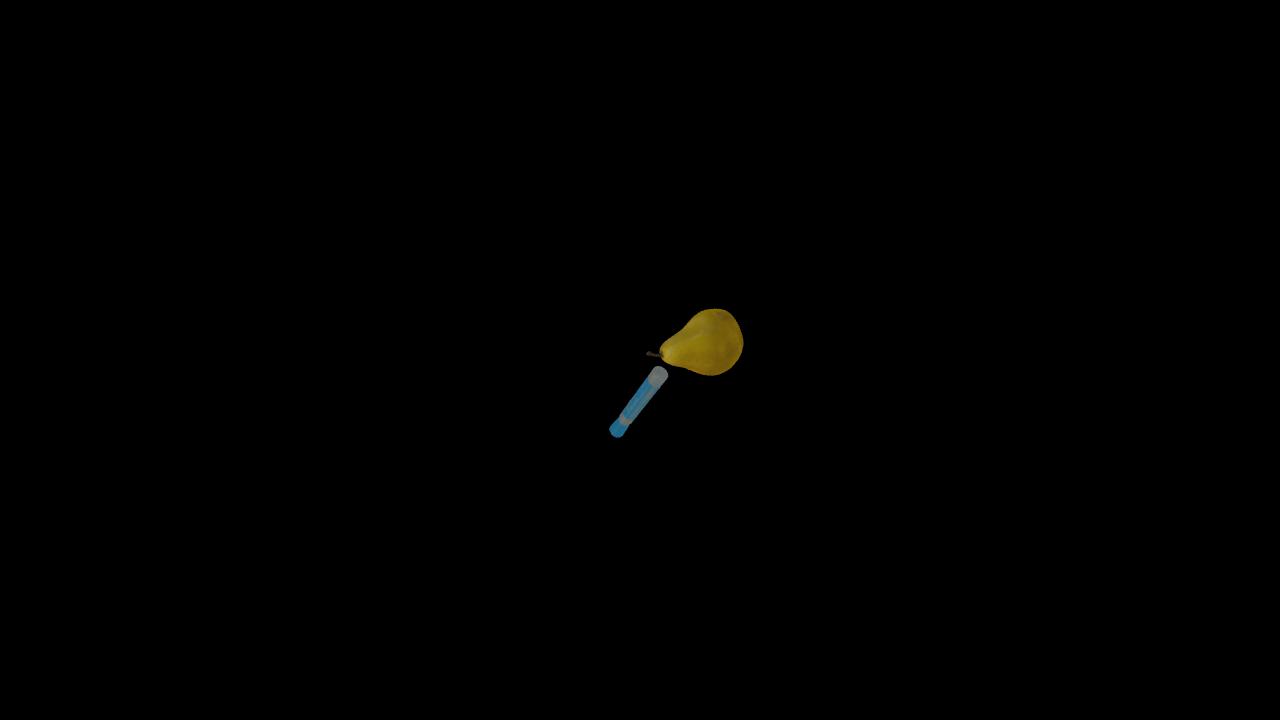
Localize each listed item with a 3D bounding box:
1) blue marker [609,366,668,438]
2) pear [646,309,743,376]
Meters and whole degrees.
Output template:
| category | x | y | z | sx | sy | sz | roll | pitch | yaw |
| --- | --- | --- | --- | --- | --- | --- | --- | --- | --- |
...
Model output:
| category | x | y | z | sx | sy | sz | roll | pitch | yaw |
| --- | --- | --- | --- | --- | --- | --- | --- | --- | --- |
| blue marker | -0.004 | 0.051 | 0.704 | 0.020 | 0.020 | 0.121 | 0 | -39 | -35 |
| pear | 0.060 | -0.012 | 0.696 | 0.111 | 0.080 | 0.080 | -20 | 4 | -11 |
